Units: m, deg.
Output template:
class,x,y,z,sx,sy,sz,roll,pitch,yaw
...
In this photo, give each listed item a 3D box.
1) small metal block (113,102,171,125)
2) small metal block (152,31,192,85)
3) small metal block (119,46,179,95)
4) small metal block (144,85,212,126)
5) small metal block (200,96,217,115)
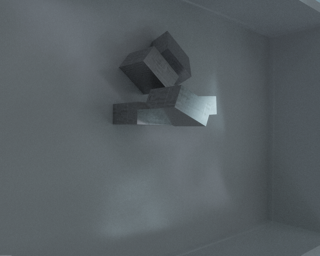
class,x,y,z,sx,sy,sz,roll,pitch,yaw
small metal block,-0.022,-0.016,0.374,0.050,0.050,0.025,1,89,-40
small metal block,0.015,-0.091,0.405,0.050,0.025,0.050,44,28,-31
small metal block,-0.014,-0.069,0.380,0.050,0.050,0.025,47,62,-30
small metal block,0.020,-0.023,0.343,0.050,0.050,0.025,28,72,-37
small metal block,0.042,-0.030,0.428,0.050,0.050,0.025,-5,94,-40
